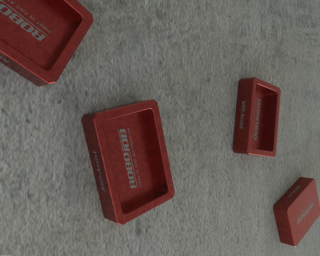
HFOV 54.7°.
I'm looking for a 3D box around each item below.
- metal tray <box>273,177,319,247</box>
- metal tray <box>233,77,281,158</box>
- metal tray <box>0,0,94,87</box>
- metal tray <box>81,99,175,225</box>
[{"bbox_3d":[0.290,0.172,0.650,0.131,0.030,0.089,-28,108,-37],"label":"metal tray"},{"bbox_3d":[0.173,-0.016,0.549,0.091,0.030,0.129,11,83,-40],"label":"metal tray"},{"bbox_3d":[-0.137,-0.111,0.286,0.130,0.030,0.090,37,67,-34],"label":"metal tray"},{"bbox_3d":[-0.034,0.037,0.374,0.091,0.030,0.129,-18,102,-39],"label":"metal tray"}]
